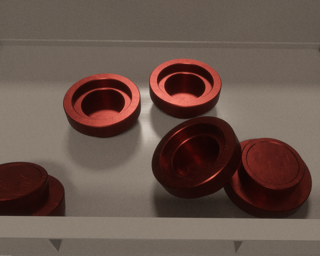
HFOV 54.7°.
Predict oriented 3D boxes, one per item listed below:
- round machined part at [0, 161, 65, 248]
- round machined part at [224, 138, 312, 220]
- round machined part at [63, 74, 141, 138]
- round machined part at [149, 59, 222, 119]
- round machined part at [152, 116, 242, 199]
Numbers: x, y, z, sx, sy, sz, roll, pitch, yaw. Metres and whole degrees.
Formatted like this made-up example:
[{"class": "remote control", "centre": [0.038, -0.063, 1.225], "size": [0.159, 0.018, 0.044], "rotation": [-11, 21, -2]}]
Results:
[{"class": "round machined part", "centre": [-0.147, 0.068, 0.309], "size": [0.099, 0.042, 0.098], "rotation": [4, 23, -1]}, {"class": "round machined part", "centre": [0.123, 0.050, 0.354], "size": [0.099, 0.042, 0.098], "rotation": [0, 50, 0]}, {"class": "round machined part", "centre": [-0.074, -0.025, 0.414], "size": [0.099, 0.042, 0.098], "rotation": [0, 50, 0]}, {"class": "round machined part", "centre": [0.034, -0.051, 0.438], "size": [0.099, 0.042, 0.098], "rotation": [0, 50, 0]}, {"class": "round machined part", "centre": [0.044, 0.036, 0.346], "size": [0.098, 0.042, 0.098], "rotation": [-21, 39, 19]}]
